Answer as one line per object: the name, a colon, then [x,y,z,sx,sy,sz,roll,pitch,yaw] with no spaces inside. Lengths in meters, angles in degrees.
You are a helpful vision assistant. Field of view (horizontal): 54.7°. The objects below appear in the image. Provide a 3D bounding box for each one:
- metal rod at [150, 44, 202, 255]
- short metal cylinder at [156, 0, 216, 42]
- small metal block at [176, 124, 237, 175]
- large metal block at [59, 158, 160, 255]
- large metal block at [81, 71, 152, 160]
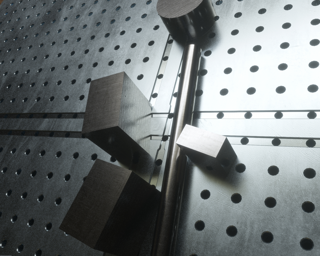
metal rod: [0.024,0.018,0.383,0.025,0.025,0.299,-4,60,26]
short metal cylinder: [0.041,-0.182,0.481,0.080,0.050,0.080,-13,56,21]
small metal block: [0.053,0.024,0.349,0.050,0.050,0.025,19,72,35]
large metal block: [-0.048,0.091,0.341,0.050,0.080,0.080,14,69,33]
large metal block: [-0.052,-0.013,0.407,0.050,0.080,0.080,-12,57,22]
